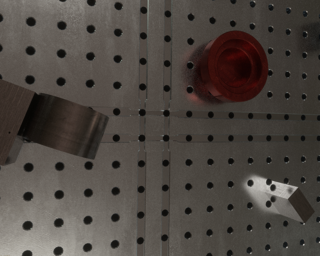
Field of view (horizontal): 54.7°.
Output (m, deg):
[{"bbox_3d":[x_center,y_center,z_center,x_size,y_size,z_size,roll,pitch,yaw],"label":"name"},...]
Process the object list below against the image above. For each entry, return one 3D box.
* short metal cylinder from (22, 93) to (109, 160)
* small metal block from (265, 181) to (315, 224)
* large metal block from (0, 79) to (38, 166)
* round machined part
[{"bbox_3d":[-0.103,-0.001,0.346,0.080,0.080,0.050,21,83,-19],"label":"short metal cylinder"},{"bbox_3d":[0.198,0.113,0.475,0.025,0.050,0.050,-41,104,-15],"label":"small metal block"},{"bbox_3d":[-0.183,-0.013,0.326,0.080,0.050,0.080,21,83,-12],"label":"large metal block"},{"bbox_3d":[0.101,-0.084,0.442,0.099,0.042,0.097,0,90,-21],"label":"round machined part"}]
